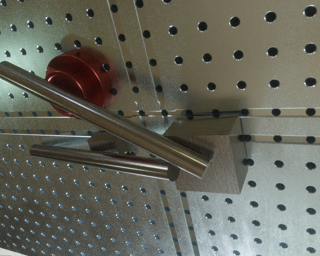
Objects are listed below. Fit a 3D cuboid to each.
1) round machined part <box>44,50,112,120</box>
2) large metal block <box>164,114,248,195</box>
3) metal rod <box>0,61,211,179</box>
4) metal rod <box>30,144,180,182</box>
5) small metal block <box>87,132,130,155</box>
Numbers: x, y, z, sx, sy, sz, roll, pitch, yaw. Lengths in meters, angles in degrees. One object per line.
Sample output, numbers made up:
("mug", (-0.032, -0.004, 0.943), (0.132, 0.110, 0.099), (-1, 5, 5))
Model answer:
("round machined part", (-0.119, -0.053, 0.427), (0.098, 0.042, 0.097), (13, 124, 20))
("large metal block", (0.057, 0.031, 0.380), (0.080, 0.050, 0.080), (-2, 118, 28))
("metal rod", (-0.080, -0.017, 0.379), (0.301, 0.025, 0.025), (25, 127, 15))
("metal rod", (-0.101, 0.045, 0.455), (0.300, 0.025, 0.025), (2, 120, 38))
("small metal block", (-0.076, 0.034, 0.471), (0.050, 0.025, 0.050), (0, 118, 28))
